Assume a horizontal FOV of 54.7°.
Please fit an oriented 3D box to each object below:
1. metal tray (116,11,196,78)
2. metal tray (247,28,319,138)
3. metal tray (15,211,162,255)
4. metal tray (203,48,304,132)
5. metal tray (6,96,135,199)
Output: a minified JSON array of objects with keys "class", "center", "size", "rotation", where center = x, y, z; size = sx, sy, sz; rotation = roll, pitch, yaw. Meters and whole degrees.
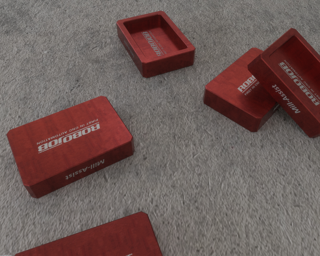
[{"class":"metal tray","center":[-0.010,-0.145,0.521],"size":[0.091,0.030,0.130],"rotation":[-19,53,-15]},{"class":"metal tray","center":[0.191,-0.062,0.417],"size":[0.090,0.030,0.130],"rotation":[-40,87,-28]},{"class":"metal tray","center":[-0.060,0.141,0.281],"size":[0.131,0.030,0.090],"rotation":[-16,52,-13]},{"class":"metal tray","center":[0.137,-0.061,0.452],"size":[0.090,0.030,0.131],"rotation":[35,58,26]},{"class":"metal tray","center":[-0.109,0.018,0.384],"size":[0.131,0.030,0.090],"rotation":[-24,54,-19]}]
